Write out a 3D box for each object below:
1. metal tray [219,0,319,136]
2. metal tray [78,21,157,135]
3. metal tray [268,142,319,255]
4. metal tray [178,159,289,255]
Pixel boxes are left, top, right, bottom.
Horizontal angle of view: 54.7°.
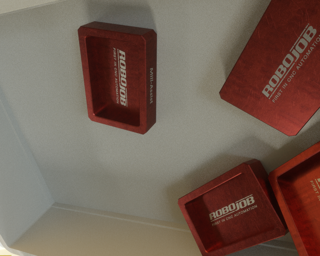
[{"bbox_3d":[0.127,-0.064,0.299,0.090,0.030,0.129,31,128,8],"label":"metal tray"},{"bbox_3d":[-0.051,-0.062,0.394,0.090,0.030,0.129,14,124,20],"label":"metal tray"},{"bbox_3d":[0.172,0.084,0.309,0.030,0.130,0.090,15,137,-30],"label":"metal tray"},{"bbox_3d":[0.091,0.108,0.398,0.129,0.030,0.090,-40,68,38],"label":"metal tray"}]
